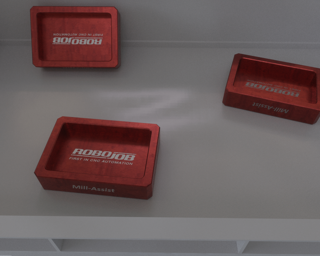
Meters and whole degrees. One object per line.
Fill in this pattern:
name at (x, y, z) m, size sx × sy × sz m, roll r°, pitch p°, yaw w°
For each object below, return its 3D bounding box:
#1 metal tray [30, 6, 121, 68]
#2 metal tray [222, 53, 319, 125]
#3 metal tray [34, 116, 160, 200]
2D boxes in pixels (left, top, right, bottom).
metal tray at (-0.128, -0.139, 0.480) m, size 0.131 × 0.089 × 0.030 m, roll 0°, pitch 8°, yaw 0°
metal tray at (0.165, -0.060, 0.453) m, size 0.131 × 0.030 × 0.090 m, roll 14°, pitch 51°, yaw 11°
metal tray at (-0.069, 0.033, 0.373) m, size 0.131 × 0.030 × 0.090 m, roll 5°, pitch 50°, yaw 4°
